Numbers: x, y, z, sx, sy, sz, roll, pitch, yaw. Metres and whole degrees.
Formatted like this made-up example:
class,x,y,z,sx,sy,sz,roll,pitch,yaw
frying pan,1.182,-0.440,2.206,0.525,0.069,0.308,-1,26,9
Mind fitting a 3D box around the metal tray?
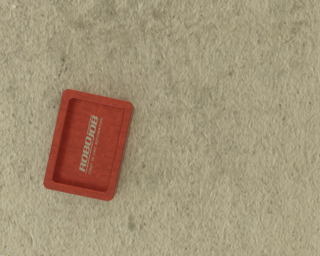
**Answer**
class,x,y,z,sx,sy,sz,roll,pitch,yaw
metal tray,-0.091,0.022,0.406,0.091,0.030,0.129,12,90,-1
